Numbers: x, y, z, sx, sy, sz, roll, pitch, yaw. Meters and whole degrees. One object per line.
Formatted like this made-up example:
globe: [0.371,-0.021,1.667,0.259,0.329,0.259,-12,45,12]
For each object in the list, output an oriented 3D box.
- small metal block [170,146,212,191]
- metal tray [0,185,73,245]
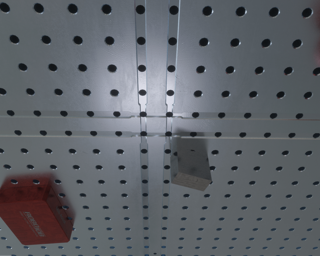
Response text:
small metal block: [0.043,0.058,0.446,0.050,0.050,0.025,17,128,-14]
metal tray: [-0.216,0.155,0.538,0.091,0.030,0.129,-5,130,4]
